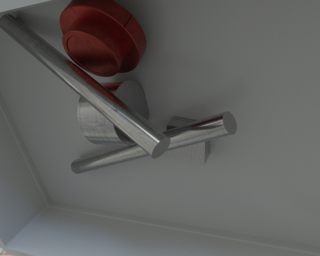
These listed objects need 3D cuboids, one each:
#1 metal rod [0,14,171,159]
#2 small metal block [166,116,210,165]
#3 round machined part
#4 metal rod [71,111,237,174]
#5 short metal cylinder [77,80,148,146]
[{"bbox_3d":[-0.105,-0.063,0.361,0.300,0.025,0.025,38,132,27],"label":"metal rod"},{"bbox_3d":[0.037,0.016,0.398,0.050,0.025,0.050,11,123,22],"label":"small metal block"},{"bbox_3d":[-0.068,-0.095,0.348,0.098,0.042,0.098,19,153,11],"label":"round machined part"},{"bbox_3d":[-0.033,0.030,0.418,0.299,0.025,0.025,-18,109,42],"label":"metal rod"},{"bbox_3d":[-0.057,-0.019,0.390,0.050,0.080,0.080,1,119,28],"label":"short metal cylinder"}]
